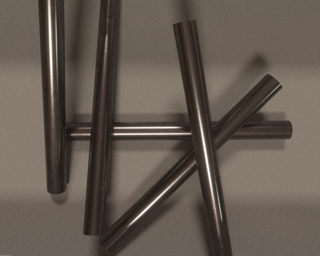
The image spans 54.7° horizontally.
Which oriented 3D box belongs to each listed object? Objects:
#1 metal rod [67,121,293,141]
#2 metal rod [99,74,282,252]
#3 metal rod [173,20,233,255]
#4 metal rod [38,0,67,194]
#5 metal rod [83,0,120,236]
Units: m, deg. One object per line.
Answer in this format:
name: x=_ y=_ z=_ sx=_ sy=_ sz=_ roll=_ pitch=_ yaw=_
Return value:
metal rod: x=0.021 y=0.004 z=0.411 sx=0.302 sy=0.025 sz=0.025 roll=0 pitch=90 yaw=-1
metal rod: x=0.034 y=0.049 z=0.393 sx=0.025 sy=0.025 sz=0.300 roll=45 pitch=97 yaw=-1
metal rod: x=0.054 y=0.030 z=0.363 sx=0.025 sy=0.025 sz=0.298 roll=-11 pitch=104 yaw=0
metal rod: x=-0.120 y=-0.054 z=0.350 sx=0.025 sy=0.025 sz=0.298 roll=7 pitch=115 yaw=-1
metal rod: x=-0.072 y=-0.023 z=0.388 sx=0.025 sy=0.025 sz=0.298 roll=2 pitch=81 yaw=-1
